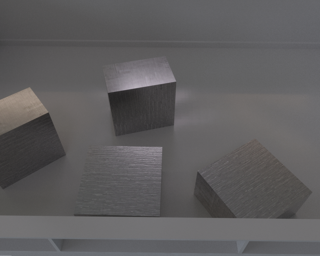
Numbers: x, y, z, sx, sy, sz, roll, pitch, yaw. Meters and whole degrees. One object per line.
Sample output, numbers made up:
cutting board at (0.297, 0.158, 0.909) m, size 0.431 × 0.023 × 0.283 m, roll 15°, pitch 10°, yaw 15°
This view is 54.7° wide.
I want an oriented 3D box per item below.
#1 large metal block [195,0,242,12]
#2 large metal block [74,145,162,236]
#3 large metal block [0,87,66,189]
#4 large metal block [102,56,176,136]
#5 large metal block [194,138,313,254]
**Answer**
large metal block at (0.117, -0.291, 0.636) m, size 0.081 × 0.050 × 0.080 m, roll -31°, pitch 57°, yaw -23°
large metal block at (-0.039, 0.066, 0.333) m, size 0.080 × 0.050 × 0.080 m, roll 1°, pitch 50°, yaw 1°
large metal block at (-0.166, 0.012, 0.358) m, size 0.081 × 0.080 × 0.050 m, roll -31°, pitch 57°, yaw -23°
large metal block at (-0.026, -0.040, 0.403) m, size 0.081 × 0.080 × 0.050 m, roll -11°, pitch 51°, yaw -9°
large metal block at (0.094, 0.070, 0.331) m, size 0.081 × 0.050 × 0.080 m, roll -26°, pitch 55°, yaw -20°
